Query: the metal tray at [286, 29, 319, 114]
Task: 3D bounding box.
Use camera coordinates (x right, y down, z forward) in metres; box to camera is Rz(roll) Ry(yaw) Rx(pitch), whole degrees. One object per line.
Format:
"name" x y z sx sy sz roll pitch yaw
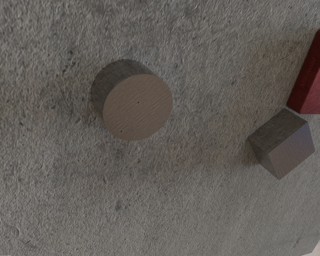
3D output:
"metal tray" 0.267 -0.086 0.497 0.091 0.030 0.129 -1 119 -28

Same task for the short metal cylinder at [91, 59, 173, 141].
"short metal cylinder" -0.033 -0.032 0.353 0.081 0.050 0.079 -14 124 -21

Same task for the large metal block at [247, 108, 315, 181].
"large metal block" 0.204 0.028 0.520 0.080 0.050 0.080 -38 129 -3
